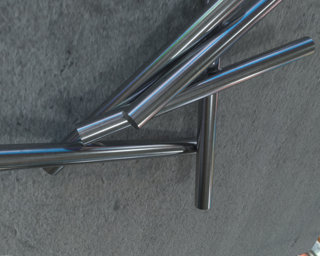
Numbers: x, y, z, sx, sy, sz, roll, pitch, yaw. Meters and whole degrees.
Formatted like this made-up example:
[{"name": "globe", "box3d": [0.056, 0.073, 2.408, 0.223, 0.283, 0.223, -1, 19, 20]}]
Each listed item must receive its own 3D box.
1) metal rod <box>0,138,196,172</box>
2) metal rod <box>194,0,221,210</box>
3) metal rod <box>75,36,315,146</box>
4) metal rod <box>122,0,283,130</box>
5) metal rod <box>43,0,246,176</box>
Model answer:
[{"name": "metal rod", "box3d": [-0.052, 0.027, 0.364, 0.302, 0.025, 0.025, 0, 119, -40]}, {"name": "metal rod", "box3d": [0.062, -0.022, 0.403, 0.025, 0.025, 0.298, -11, 116, -23]}, {"name": "metal rod", "box3d": [0.052, -0.048, 0.357, 0.302, 0.025, 0.025, -23, 127, -14]}, {"name": "metal rod", "box3d": [0.078, -0.105, 0.346, 0.301, 0.025, 0.025, -43, 131, -15]}, {"name": "metal rod", "box3d": [-0.020, -0.052, 0.345, 0.300, 0.025, 0.025, -42, 130, 8]}]
